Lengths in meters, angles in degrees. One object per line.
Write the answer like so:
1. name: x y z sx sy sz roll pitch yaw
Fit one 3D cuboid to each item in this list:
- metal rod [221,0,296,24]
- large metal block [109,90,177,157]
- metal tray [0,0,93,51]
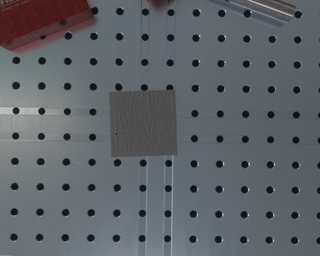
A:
1. metal rod: 0.033 -0.203 0.413 0.301 0.025 0.025 20 90 0
2. large metal block: -0.020 -0.006 0.401 0.081 0.050 0.079 -2 90 0
3. metal tray: -0.167 -0.170 0.409 0.131 0.030 0.090 -22 90 0
